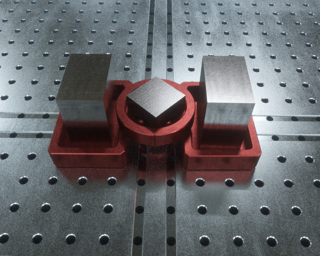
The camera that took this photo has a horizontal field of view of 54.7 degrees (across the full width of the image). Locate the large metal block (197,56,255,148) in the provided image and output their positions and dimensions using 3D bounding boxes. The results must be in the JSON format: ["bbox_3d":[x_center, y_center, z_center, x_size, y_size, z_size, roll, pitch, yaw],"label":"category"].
[{"bbox_3d":[0.076,-0.032,0.381,0.050,0.080,0.080,1,50,1],"label":"large metal block"}]

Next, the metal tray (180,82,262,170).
[{"bbox_3d":[0.074,-0.008,0.410,0.091,0.030,0.130,0,50,0],"label":"metal tray"}]

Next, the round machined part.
[{"bbox_3d":[-0.005,-0.016,0.398,0.099,0.042,0.098,0,50,0],"label":"round machined part"}]

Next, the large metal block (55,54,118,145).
[{"bbox_3d":[-0.084,-0.035,0.383,0.050,0.080,0.080,1,50,1],"label":"large metal block"}]

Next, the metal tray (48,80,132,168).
[{"bbox_3d":[-0.085,-0.010,0.411,0.091,0.030,0.130,1,50,0],"label":"metal tray"}]

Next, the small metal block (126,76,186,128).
[{"bbox_3d":[-0.005,-0.031,0.381,0.050,0.025,0.050,37,59,27],"label":"small metal block"}]
